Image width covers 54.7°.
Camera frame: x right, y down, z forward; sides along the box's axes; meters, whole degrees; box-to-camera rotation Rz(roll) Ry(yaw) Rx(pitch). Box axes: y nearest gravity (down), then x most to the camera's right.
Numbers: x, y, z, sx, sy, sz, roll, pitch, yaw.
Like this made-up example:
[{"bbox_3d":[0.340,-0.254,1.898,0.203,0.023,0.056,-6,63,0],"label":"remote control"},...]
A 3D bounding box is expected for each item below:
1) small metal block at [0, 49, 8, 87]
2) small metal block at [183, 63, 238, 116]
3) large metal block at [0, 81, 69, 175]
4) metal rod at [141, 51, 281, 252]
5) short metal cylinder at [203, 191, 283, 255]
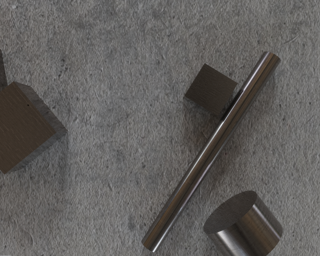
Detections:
[{"bbox_3d":[-0.235,-0.078,0.407,0.050,0.025,0.050,-11,90,-1],"label":"small metal block"},{"bbox_3d":[0.066,-0.049,0.411,0.050,0.025,0.050,31,90,-1],"label":"small metal block"},{"bbox_3d":[-0.181,0.000,0.395,0.080,0.050,0.080,-39,91,0],"label":"large metal block"},{"bbox_3d":[0.067,0.031,0.410,0.025,0.025,0.299,33,90,-1],"label":"metal rod"},{"bbox_3d":[0.102,0.123,0.384,0.080,0.080,0.050,-37,90,0],"label":"short metal cylinder"}]
